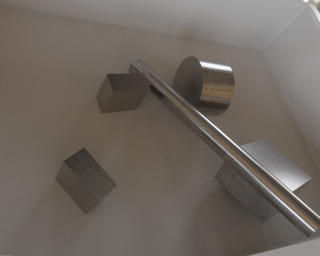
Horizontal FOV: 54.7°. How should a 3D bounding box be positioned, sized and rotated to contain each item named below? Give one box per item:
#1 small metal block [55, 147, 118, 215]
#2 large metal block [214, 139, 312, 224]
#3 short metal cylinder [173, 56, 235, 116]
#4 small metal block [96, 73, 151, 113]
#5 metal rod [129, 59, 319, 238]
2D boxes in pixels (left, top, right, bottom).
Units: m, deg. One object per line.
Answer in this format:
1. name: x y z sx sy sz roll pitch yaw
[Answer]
1. small metal block: -0.077 0.055 0.316 0.050 0.050 0.025 48 51 5
2. large metal block: 0.132 0.064 0.398 0.081 0.050 0.080 -9 44 -46
3. short metal cylinder: 0.060 -0.058 0.440 0.050 0.080 0.080 3 60 -27
4. small metal block: -0.047 -0.044 0.392 0.050 0.050 0.025 -8 66 -32
5. metal rod: 0.061 0.007 0.377 0.025 0.025 0.300 -23 56 -37
